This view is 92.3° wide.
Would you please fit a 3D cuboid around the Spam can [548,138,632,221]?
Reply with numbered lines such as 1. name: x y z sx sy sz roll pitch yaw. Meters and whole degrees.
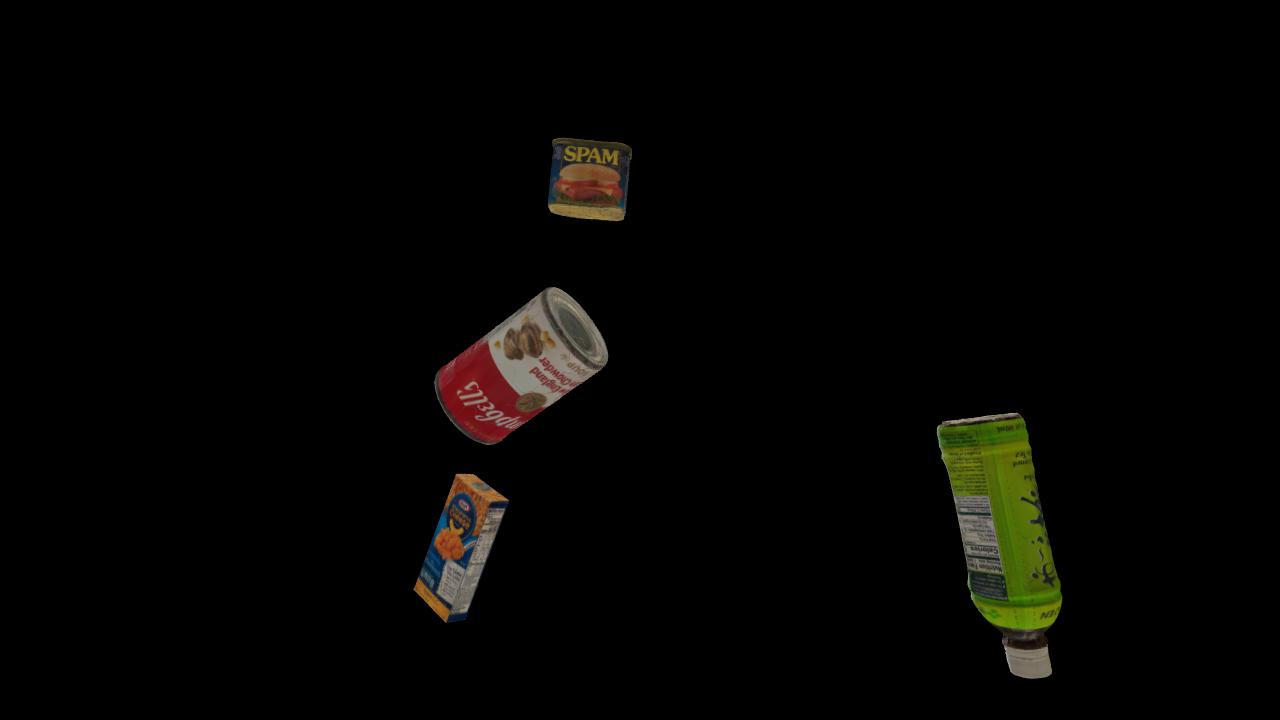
1. Spam can: -0.064 -0.227 0.781 0.101 0.085 0.058 5 -3 1

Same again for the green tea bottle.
1. green tea bottle: 0.306 0.153 0.519 0.073 0.212 0.073 -6 -6 -1

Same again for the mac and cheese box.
1. mac and cheese box: -0.256 0.266 0.878 0.093 0.184 0.041 22 4 40

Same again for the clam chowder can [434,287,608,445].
1. clam chowder can: -0.081 0.004 0.427 0.102 0.068 0.068 -35 -10 15
